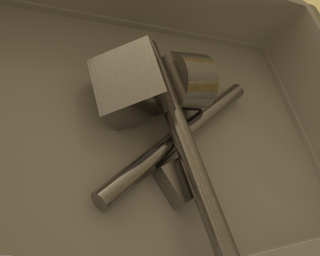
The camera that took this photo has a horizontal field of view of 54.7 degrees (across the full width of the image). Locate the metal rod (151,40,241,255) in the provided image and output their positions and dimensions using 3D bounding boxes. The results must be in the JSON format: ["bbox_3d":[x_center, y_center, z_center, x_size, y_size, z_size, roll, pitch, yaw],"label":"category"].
[{"bbox_3d":[0.029,0.014,0.379,0.025,0.025,0.299,-5,63,-31],"label":"metal rod"}]

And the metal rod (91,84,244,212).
[{"bbox_3d":[0.032,0.008,0.417,0.025,0.025,0.302,49,51,6],"label":"metal rod"}]

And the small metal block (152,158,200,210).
[{"bbox_3d":[0.028,0.064,0.381,0.050,0.025,0.050,-24,75,-37],"label":"small metal block"}]

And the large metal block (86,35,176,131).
[{"bbox_3d":[-0.035,-0.053,0.378,0.080,0.050,0.080,-20,67,7],"label":"large metal block"}]

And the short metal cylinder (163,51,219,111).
[{"bbox_3d":[0.035,-0.063,0.427,0.050,0.080,0.080,-4,64,-32],"label":"short metal cylinder"}]
